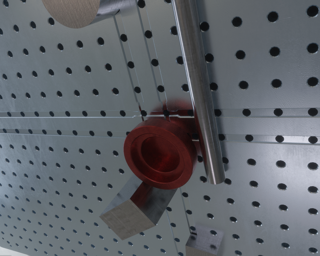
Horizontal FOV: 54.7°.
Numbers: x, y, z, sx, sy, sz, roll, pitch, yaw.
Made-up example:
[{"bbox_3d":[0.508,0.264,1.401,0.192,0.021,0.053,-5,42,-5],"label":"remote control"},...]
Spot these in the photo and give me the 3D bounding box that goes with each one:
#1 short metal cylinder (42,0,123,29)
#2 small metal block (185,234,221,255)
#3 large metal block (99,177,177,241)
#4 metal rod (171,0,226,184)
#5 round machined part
[{"bbox_3d":[-0.086,-0.157,0.343,0.080,0.050,0.079,13,124,20],"label":"short metal cylinder"},{"bbox_3d":[0.070,0.204,0.501,0.050,0.025,0.050,9,122,23],"label":"small metal block"},{"bbox_3d":[-0.030,0.110,0.459,0.050,0.080,0.080,48,129,-6],"label":"large metal block"},{"bbox_3d":[0.041,-0.063,0.350,0.025,0.025,0.298,0,119,28],"label":"metal rod"},{"bbox_3d":[0.004,0.031,0.416,0.098,0.042,0.097,12,122,20],"label":"round machined part"}]
